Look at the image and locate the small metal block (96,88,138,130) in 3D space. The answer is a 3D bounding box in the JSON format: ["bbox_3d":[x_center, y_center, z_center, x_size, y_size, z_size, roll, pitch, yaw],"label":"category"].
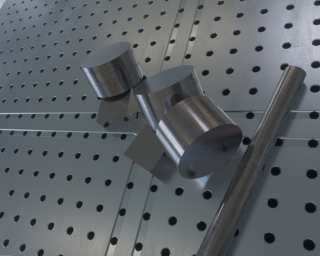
[{"bbox_3d":[-0.061,-0.028,0.458,0.050,0.025,0.050,-8,58,24],"label":"small metal block"}]

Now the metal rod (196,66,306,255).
[{"bbox_3d":[0.087,0.060,0.325,0.025,0.025,0.300,19,71,35],"label":"metal rod"}]

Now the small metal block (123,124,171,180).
[{"bbox_3d":[-0.010,0.029,0.396,0.050,0.025,0.050,28,77,37],"label":"small metal block"}]

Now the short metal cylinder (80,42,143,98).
[{"bbox_3d":[-0.072,-0.089,0.467,0.080,0.050,0.080,-17,32,11],"label":"short metal cylinder"}]

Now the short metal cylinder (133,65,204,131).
[{"bbox_3d":[0.013,-0.039,0.387,0.080,0.050,0.080,-20,23,9],"label":"short metal cylinder"}]

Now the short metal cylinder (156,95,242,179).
[{"bbox_3d":[0.043,0.011,0.344,0.080,0.080,0.050,-38,52,3],"label":"short metal cylinder"}]
